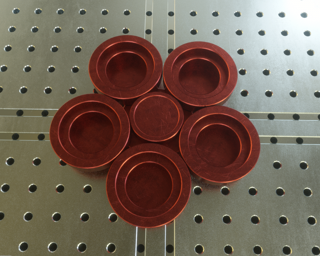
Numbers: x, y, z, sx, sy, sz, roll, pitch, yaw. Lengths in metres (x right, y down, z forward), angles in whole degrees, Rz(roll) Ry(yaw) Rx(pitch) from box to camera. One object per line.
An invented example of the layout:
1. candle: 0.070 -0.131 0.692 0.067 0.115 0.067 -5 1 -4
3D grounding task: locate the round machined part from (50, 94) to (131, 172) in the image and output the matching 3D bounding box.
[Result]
1. round machined part: -0.086 0.008 0.399 0.099 0.042 0.098 0 70 0

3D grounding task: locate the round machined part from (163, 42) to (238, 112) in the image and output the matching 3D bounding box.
1. round machined part: 0.053 -0.066 0.427 0.099 0.042 0.098 0 70 0

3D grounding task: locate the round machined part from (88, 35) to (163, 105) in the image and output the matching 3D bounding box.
1. round machined part: -0.046 -0.076 0.430 0.099 0.042 0.098 0 70 0

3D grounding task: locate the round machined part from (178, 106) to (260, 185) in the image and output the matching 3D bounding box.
1. round machined part: 0.072 0.024 0.394 0.099 0.042 0.098 0 70 0

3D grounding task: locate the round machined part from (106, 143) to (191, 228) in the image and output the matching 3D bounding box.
1. round machined part: -0.013 0.071 0.376 0.099 0.042 0.098 0 70 0

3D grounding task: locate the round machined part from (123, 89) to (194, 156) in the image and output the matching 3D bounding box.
1. round machined part: -0.004 -0.008 0.405 0.099 0.042 0.098 0 70 0
